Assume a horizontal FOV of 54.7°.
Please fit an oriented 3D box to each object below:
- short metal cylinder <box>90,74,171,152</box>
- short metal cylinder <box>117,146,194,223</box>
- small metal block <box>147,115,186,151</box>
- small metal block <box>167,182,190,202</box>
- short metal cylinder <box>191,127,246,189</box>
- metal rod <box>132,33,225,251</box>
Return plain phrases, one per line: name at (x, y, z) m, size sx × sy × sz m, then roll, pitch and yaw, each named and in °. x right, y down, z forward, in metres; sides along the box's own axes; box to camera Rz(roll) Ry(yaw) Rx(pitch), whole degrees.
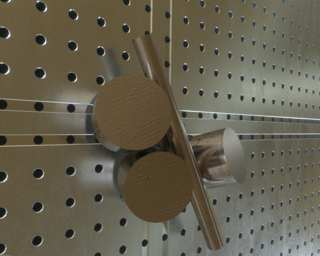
short metal cylinder at (-0.034, -0.014, 0.342) m, size 0.081 × 0.050 × 0.080 m, roll 3°, pitch 81°, yaw -19°
short metal cylinder at (-0.008, 0.064, 0.365) m, size 0.081 × 0.050 × 0.079 m, roll -1°, pitch 94°, yaw -17°
small metal block at (0.000, -0.004, 0.405) m, size 0.050 × 0.025 × 0.050 m, roll -51°, pitch 120°, yaw -28°
small metal block at (0.029, 0.073, 0.429) m, size 0.050 × 0.025 × 0.050 m, roll -48°, pitch 119°, yaw -29°
short metal cylinder at (0.084, 0.044, 0.442) m, size 0.080 × 0.050 × 0.080 m, roll 33°, pitch 49°, yaw -48°
metal rod at (0.029, 0.029, 0.396) m, size 0.025 × 0.025 × 0.298 m, roll -32°, pitch 110°, yaw -35°
